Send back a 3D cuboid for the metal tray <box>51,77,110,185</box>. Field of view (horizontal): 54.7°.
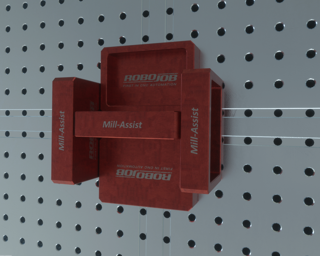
[{"bbox_3d":[-0.102,0.003,0.412,0.030,0.090,0.129,1,90,20],"label":"metal tray"}]

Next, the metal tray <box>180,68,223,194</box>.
[{"bbox_3d":[0.050,0.003,0.359,0.030,0.090,0.129,1,90,20],"label":"metal tray"}]

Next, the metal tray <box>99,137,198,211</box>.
[{"bbox_3d":[-0.017,0.057,0.413,0.130,0.030,0.089,1,90,19],"label":"metal tray"}]

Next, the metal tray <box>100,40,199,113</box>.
[{"bbox_3d":[-0.015,-0.064,0.414,0.130,0.030,0.089,1,90,19],"label":"metal tray"}]

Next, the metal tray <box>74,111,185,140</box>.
[{"bbox_3d":[-0.027,-0.004,0.385,0.130,0.090,0.030,1,91,19],"label":"metal tray"}]
